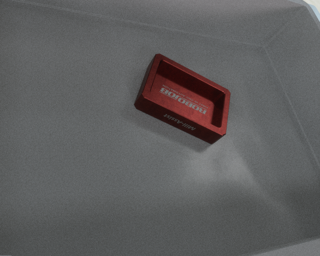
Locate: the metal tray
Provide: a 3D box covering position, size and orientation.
[{"bbox_3d":[0.037,-0.043,0.449,0.131,0.030,0.090,25,53,-13],"label":"metal tray"}]
